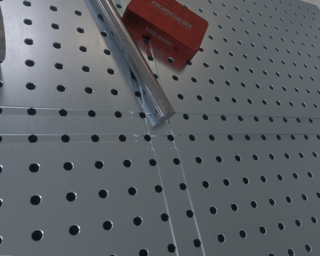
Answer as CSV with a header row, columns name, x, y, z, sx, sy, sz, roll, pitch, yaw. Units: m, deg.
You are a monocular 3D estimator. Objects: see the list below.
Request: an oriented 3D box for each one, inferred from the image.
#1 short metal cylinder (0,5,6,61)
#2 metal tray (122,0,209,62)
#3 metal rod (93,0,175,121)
name,x,y,z,sx,sy,sz,roll,pitch,yaw
short metal cylinder,-0.202,-0.111,0.332,0.050,0.080,0.080,-12,68,-33
metal tray,0.012,-0.178,0.520,0.131,0.030,0.090,30,52,-10
metal rod,-0.059,-0.142,0.463,0.025,0.025,0.299,-17,71,-35
